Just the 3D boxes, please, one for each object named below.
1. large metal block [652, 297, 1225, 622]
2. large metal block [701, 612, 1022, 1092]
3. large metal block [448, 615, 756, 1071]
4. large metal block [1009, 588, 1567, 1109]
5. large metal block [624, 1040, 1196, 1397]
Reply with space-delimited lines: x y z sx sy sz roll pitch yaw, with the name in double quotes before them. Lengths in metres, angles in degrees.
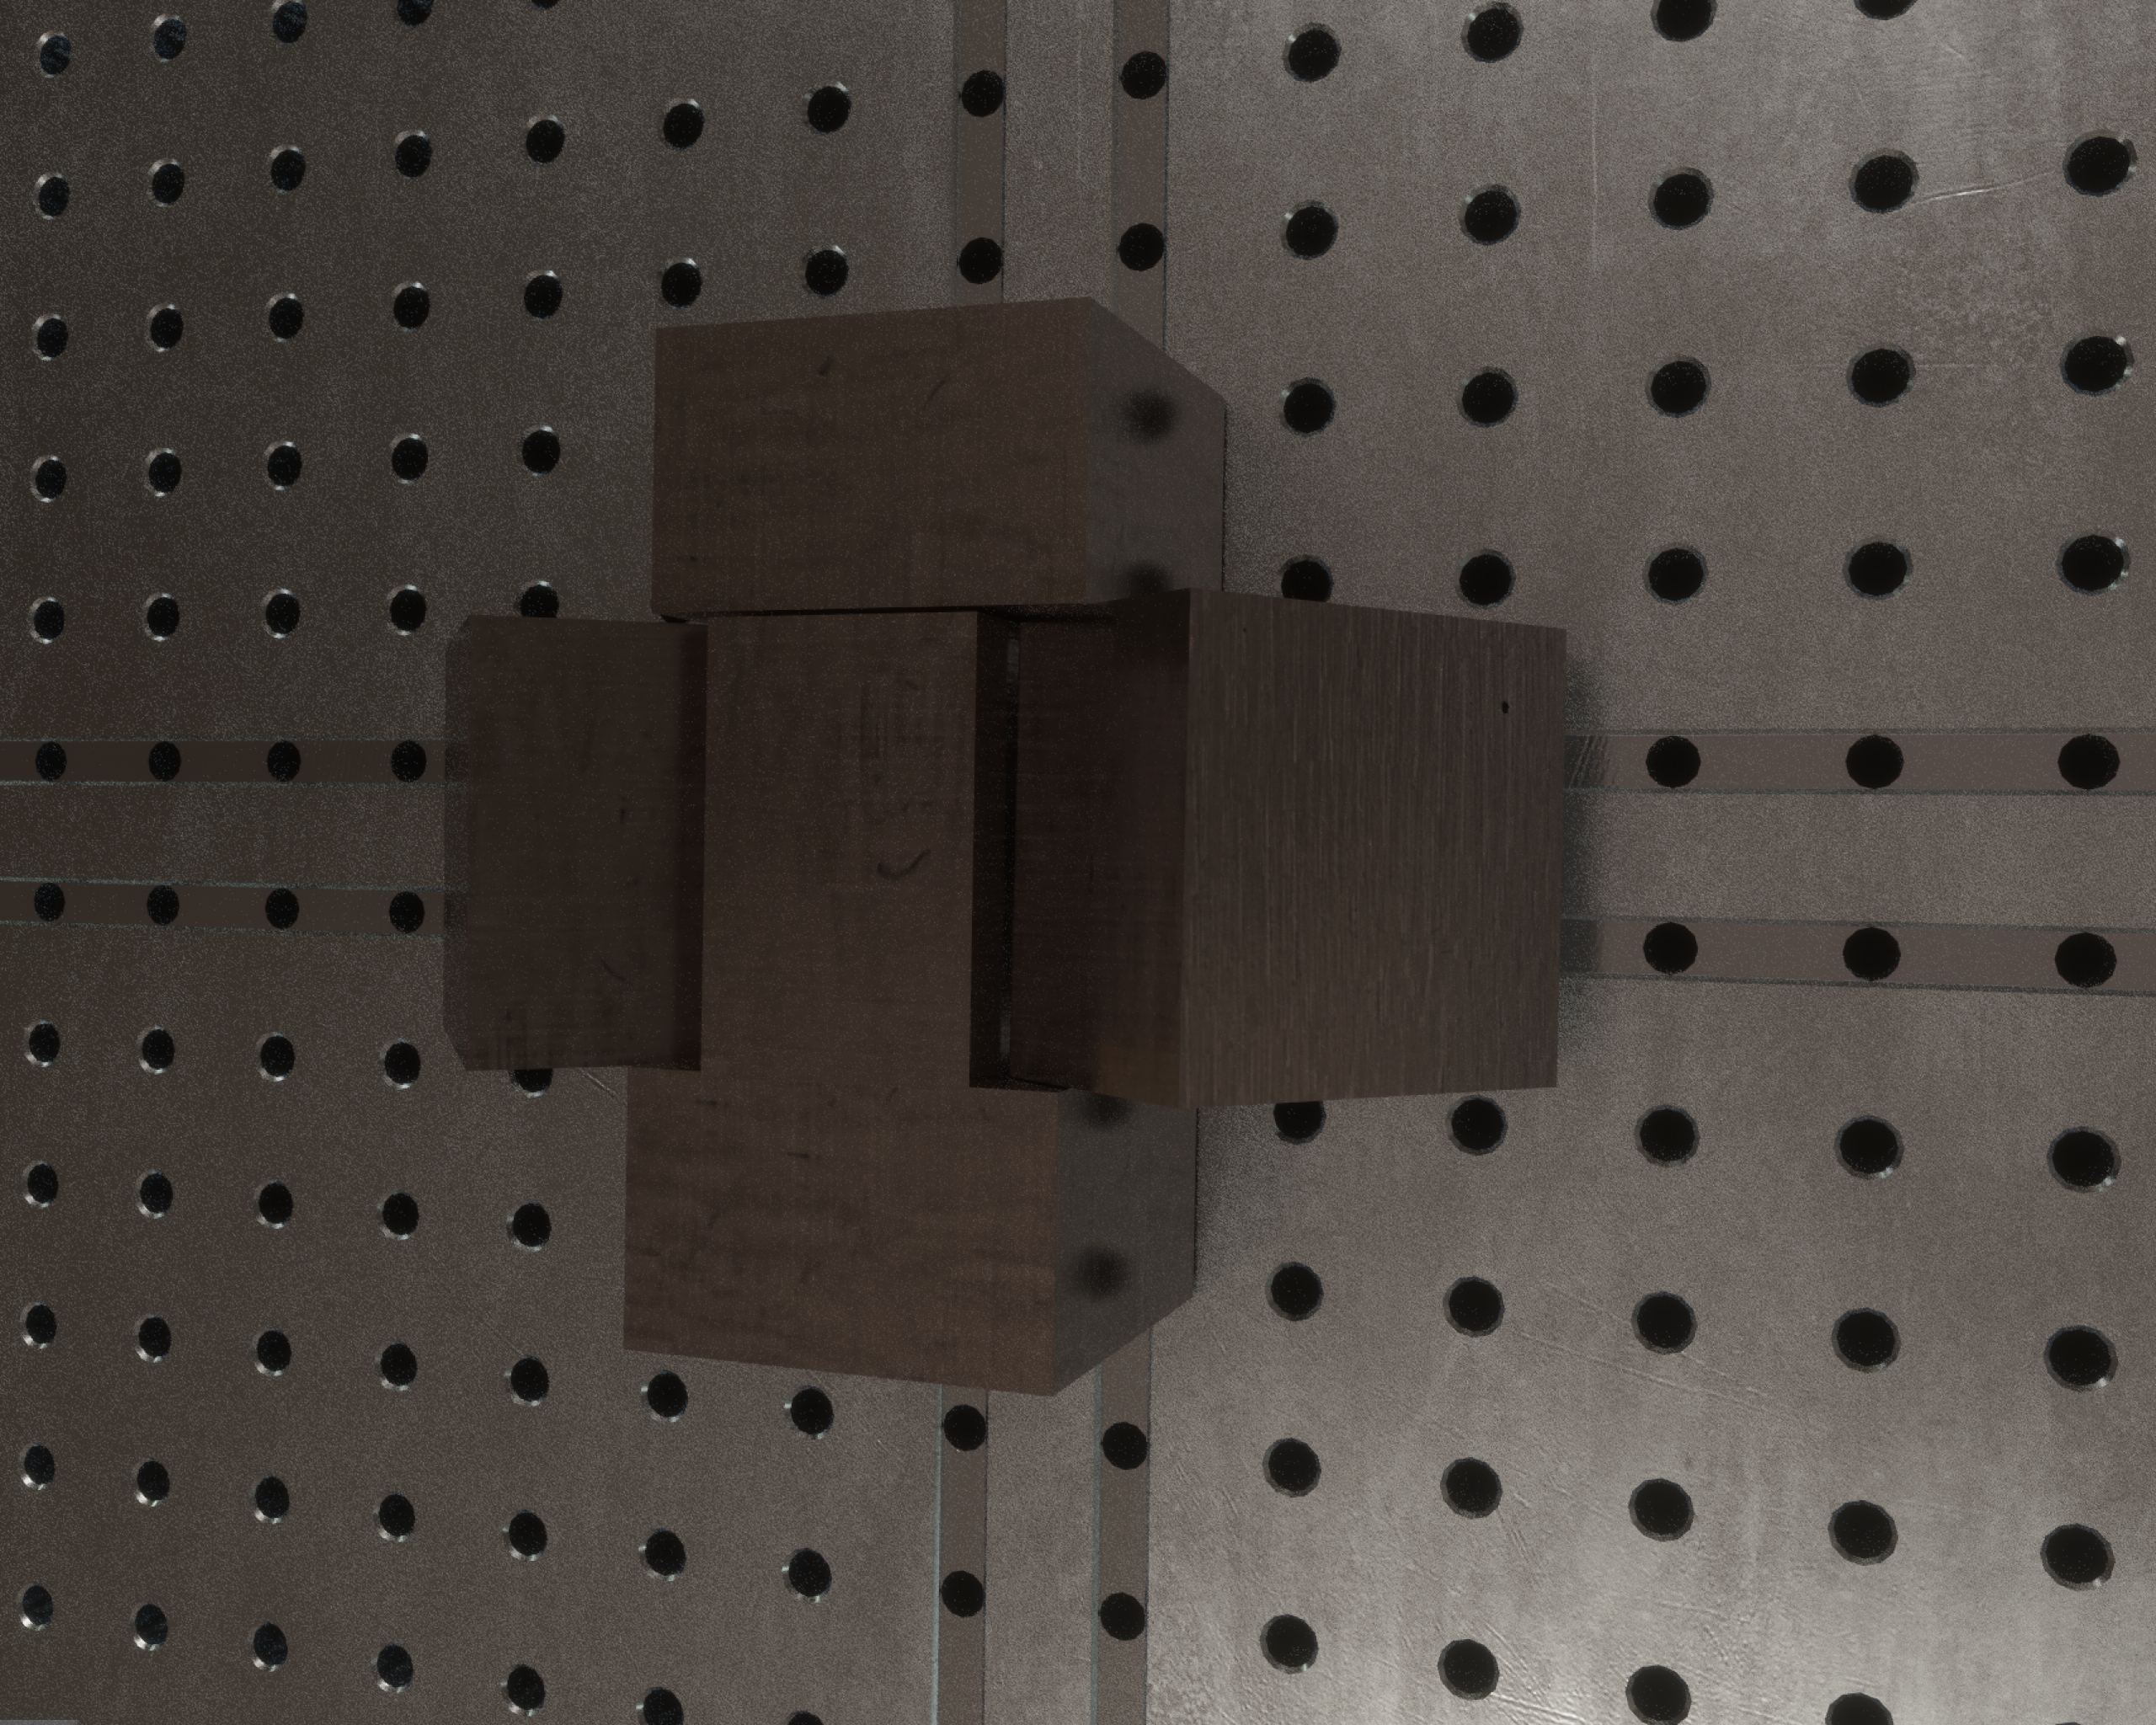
"large metal block" -0.023 -0.068 0.389 0.080 0.080 0.050 1 91 19
"large metal block" -0.027 -0.002 0.391 0.050 0.080 0.079 1 91 20
"large metal block" -0.096 -0.004 0.409 0.050 0.080 0.079 0 91 -20
"large metal block" 0.037 -0.002 0.361 0.050 0.081 0.079 1 90 57
"large metal block" -0.028 0.061 0.391 0.080 0.080 0.050 1 91 19
